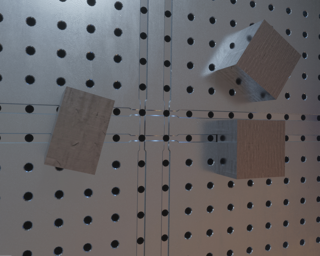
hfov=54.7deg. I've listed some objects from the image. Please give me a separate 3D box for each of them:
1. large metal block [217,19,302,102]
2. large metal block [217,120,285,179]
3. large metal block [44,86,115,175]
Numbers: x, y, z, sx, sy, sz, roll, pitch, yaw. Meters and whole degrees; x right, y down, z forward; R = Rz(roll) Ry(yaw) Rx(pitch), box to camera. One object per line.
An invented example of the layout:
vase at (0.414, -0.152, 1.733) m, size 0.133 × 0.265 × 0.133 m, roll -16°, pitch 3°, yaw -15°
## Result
large metal block at (0.145, -0.095, 0.455) m, size 0.080 × 0.050 × 0.080 m, roll 36°, pitch 78°, yaw -17°
large metal block at (0.132, 0.029, 0.450) m, size 0.081 × 0.050 × 0.079 m, roll 1°, pitch 90°, yaw -21°
large metal block at (-0.094, 0.003, 0.349) m, size 0.050 × 0.080 × 0.080 m, roll 16°, pitch 85°, yaw -20°
